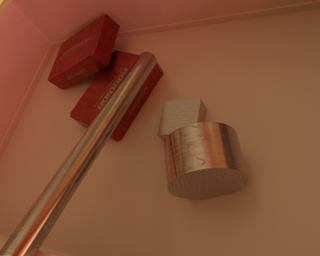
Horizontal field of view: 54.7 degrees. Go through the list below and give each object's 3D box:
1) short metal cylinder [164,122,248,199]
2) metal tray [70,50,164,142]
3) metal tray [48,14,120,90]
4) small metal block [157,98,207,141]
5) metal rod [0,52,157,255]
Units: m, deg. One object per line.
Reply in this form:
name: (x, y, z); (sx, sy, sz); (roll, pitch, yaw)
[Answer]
short metal cylinder: (0.046, 0.036, 0.323); (0.080, 0.080, 0.050); (-17, 55, 18)
metal tray: (-0.065, -0.052, 0.467); (0.090, 0.030, 0.130); (21, 72, 35)
metal tray: (-0.130, -0.126, 0.523); (0.130, 0.030, 0.090); (-16, 53, 38)
small metal block: (0.029, -0.008, 0.395); (0.050, 0.025, 0.050); (-2, 61, 26)
metal rod: (-0.067, 0.006, 0.337); (0.025, 0.025, 0.301); (0, 43, 28)
